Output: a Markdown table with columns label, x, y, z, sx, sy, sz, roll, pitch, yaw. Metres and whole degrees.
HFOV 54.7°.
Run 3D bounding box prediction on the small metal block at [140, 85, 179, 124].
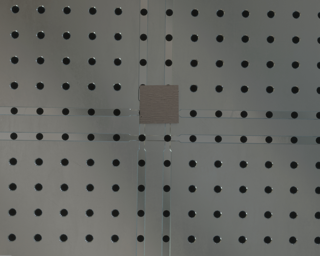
| label | x | y | z | sx | sy | sz | roll | pitch | yaw |
| --- | --- | --- | --- | --- | --- | --- | --- | --- | --- |
| small metal block | -0.001 | -0.031 | 0.413 | 0.050 | 0.025 | 0.050 | -1 | 90 | -1 |
